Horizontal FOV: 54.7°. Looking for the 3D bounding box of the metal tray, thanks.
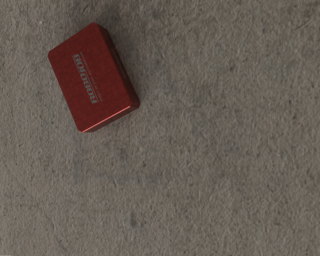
[{"bbox_3d":[-0.095,-0.069,0.438,0.090,0.030,0.129,-27,81,17],"label":"metal tray"}]
